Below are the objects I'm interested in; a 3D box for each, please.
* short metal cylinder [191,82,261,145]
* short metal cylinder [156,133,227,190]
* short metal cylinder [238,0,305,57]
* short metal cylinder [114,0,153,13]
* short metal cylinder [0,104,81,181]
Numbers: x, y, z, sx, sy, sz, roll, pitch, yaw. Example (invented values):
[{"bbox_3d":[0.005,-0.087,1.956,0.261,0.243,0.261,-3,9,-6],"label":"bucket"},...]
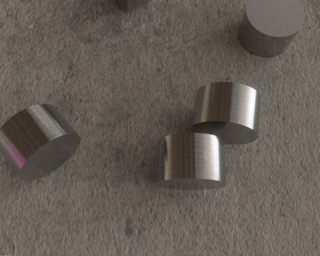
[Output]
[{"bbox_3d":[0.082,-0.016,0.386,0.080,0.080,0.050,9,71,3],"label":"short metal cylinder"},{"bbox_3d":[0.036,0.042,0.364,0.081,0.080,0.050,1,70,0],"label":"short metal cylinder"},{"bbox_3d":[0.160,-0.151,0.452,0.081,0.050,0.080,0,70,0],"label":"short metal cylinder"},{"bbox_3d":[-0.046,-0.220,0.459,0.050,0.080,0.080,-30,73,-11],"label":"short metal cylinder"},{"bbox_3d":[-0.144,0.017,0.371,0.080,0.080,0.050,-40,75,-13],"label":"short metal cylinder"}]
